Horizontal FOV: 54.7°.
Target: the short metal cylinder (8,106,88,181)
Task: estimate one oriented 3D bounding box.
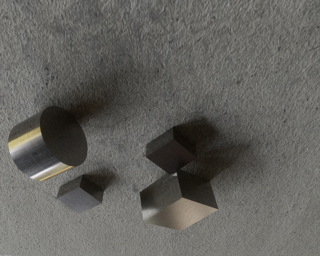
[{"bbox_3d":[-0.137,0.019,0.385,0.050,0.080,0.080,-25,126,19],"label":"short metal cylinder"}]

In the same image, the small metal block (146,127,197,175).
[{"bbox_3d":[0.016,0.033,0.436,0.050,0.025,0.050,-35,122,25],"label":"small metal block"}]

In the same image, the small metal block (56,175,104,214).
[{"bbox_3d":[-0.127,0.107,0.497,0.050,0.025,0.050,-28,125,21],"label":"small metal block"}]

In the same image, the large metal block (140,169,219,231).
[{"bbox_3d":[0.028,0.112,0.477,0.080,0.050,0.080,27,126,-37],"label":"large metal block"}]
